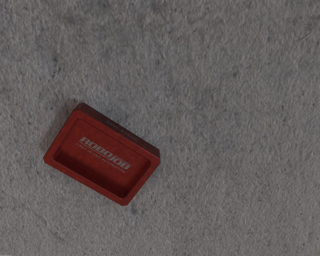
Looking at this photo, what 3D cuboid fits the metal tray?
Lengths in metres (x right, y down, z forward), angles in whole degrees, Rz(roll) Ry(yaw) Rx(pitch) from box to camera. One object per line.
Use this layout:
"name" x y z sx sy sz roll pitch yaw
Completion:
"metal tray" -0.076 0.038 0.419 0.130 0.030 0.090 33 106 -12
